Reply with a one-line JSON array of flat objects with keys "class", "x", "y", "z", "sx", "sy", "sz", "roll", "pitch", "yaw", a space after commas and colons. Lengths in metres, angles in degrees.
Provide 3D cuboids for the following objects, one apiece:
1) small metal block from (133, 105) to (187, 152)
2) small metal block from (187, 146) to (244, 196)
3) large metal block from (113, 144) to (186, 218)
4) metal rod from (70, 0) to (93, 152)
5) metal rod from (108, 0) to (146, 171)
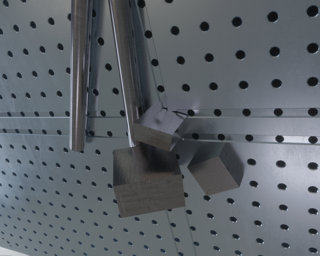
[{"class": "small metal block", "x": 0.001, "y": -0.001, "z": 0.394, "sx": 0.050, "sy": 0.050, "sz": 0.025, "roll": 18, "pitch": 125, "yaw": 18}, {"class": "small metal block", "x": 0.073, "y": 0.057, "z": 0.408, "sx": 0.050, "sy": 0.025, "sz": 0.050, "roll": -26, "pitch": 105, "yaw": 37}, {"class": "large metal block", "x": -0.016, "y": 0.064, "z": 0.404, "sx": 0.081, "sy": 0.080, "sz": 0.050, "roll": -10, "pitch": 118, "yaw": -3}, {"class": "metal rod", "x": -0.106, "y": -0.088, "z": 0.412, "sx": 0.025, "sy": 0.025, "sz": 0.298, "roll": 23, "pitch": 127, "yaw": 14}, {"class": "metal rod", "x": -0.038, "y": -0.065, "z": 0.390, "sx": 0.025, "sy": 0.025, "sz": 0.298, "roll": 9, "pitch": 123, "yaw": 23}]
